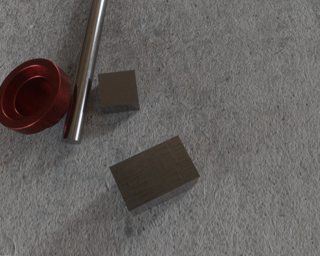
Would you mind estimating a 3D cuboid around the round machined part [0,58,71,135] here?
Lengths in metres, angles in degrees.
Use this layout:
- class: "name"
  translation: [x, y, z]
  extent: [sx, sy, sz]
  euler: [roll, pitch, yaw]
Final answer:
- class: "round machined part"
  translation: [-0.157, -0.037, 0.400]
  extent: [0.098, 0.042, 0.098]
  euler: [-7, 67, 18]

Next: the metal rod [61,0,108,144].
- class: "metal rod"
  translation: [-0.101, -0.122, 0.451]
  extent: [0.025, 0.025, 0.299]
  euler: [5, 70, 1]

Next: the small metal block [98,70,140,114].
- class: "small metal block"
  translation: [-0.056, -0.049, 0.425]
  extent: [0.050, 0.025, 0.050]
  euler: [-7, 70, -3]

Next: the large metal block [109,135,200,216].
- class: "large metal block"
  translation: [-0.006, 0.059, 0.357]
  extent: [0.080, 0.080, 0.050]
  euler: [-25, 72, -9]
